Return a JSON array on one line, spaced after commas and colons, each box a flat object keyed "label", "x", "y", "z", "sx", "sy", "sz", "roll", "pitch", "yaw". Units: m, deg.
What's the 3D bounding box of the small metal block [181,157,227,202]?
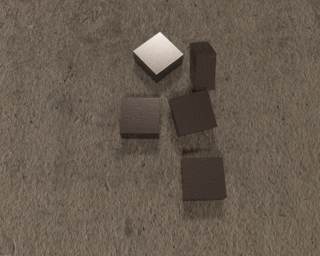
[{"label": "small metal block", "x": 0.053, "y": 0.064, "z": 0.385, "sx": 0.050, "sy": 0.025, "sz": 0.050, "roll": -2, "pitch": 70, "yaw": -1}]

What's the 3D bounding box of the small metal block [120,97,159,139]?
[{"label": "small metal block", "x": -0.026, "y": -0.013, "z": 0.412, "sx": 0.050, "sy": 0.025, "sz": 0.050, "roll": 0, "pitch": 70, "yaw": -1}]

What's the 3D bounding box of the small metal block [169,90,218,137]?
[{"label": "small metal block", "x": 0.043, "y": -0.019, "z": 0.410, "sx": 0.050, "sy": 0.025, "sz": 0.050, "roll": -14, "pitch": 85, "yaw": -6}]

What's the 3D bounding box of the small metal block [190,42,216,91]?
[{"label": "small metal block", "x": 0.057, "y": -0.083, "z": 0.415, "sx": 0.025, "sy": 0.050, "sz": 0.050, "roll": -5, "pitch": 32, "yaw": -2}]

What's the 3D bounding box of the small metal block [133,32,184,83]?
[{"label": "small metal block", "x": -0.002, "y": -0.101, "z": 0.445, "sx": 0.050, "sy": 0.025, "sz": 0.050, "roll": -39, "pitch": 75, "yaw": -13}]
